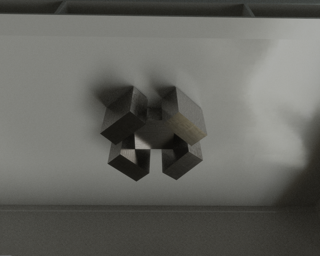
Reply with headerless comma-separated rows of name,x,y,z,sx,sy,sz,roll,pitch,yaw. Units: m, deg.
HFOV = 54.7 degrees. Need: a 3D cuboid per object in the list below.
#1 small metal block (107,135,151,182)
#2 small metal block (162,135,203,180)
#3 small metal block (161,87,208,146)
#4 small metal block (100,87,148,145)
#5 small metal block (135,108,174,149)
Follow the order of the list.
small metal block,-0.040,0.036,0.421,0.025,0.050,0.050,-37,121,28
small metal block,0.028,0.034,0.418,0.025,0.050,0.050,33,122,-26
small metal block,0.029,-0.014,0.378,0.025,0.050,0.050,-38,122,26
small metal block,-0.043,-0.015,0.377,0.050,0.050,0.025,-34,122,26
small metal block,-0.007,0.001,0.407,0.050,0.025,0.050,0,130,-1
